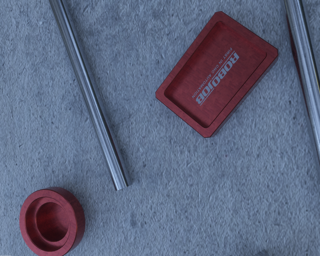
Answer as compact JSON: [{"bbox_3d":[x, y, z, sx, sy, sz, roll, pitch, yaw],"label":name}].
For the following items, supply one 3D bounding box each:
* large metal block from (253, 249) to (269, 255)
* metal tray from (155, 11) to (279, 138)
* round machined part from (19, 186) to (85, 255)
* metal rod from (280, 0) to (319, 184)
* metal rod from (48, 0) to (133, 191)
[{"bbox_3d":[0.118,0.195,0.338,0.050,0.080,0.080,-38,78,16],"label":"large metal block"},{"bbox_3d":[0.068,-0.063,0.381,0.090,0.030,0.130,41,102,15],"label":"metal tray"},{"bbox_3d":[-0.151,0.134,0.451,0.098,0.042,0.097,0,90,19],"label":"round machined part"},{"bbox_3d":[0.171,-0.043,0.348,0.025,0.025,0.298,-12,86,19],"label":"metal rod"},{"bbox_3d":[-0.102,-0.056,0.443,0.025,0.025,0.299,-23,83,18],"label":"metal rod"}]
